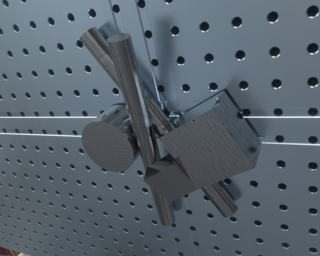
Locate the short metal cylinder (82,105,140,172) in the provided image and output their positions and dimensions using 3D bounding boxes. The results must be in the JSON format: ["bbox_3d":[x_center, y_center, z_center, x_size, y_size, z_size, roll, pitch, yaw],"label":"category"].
[{"bbox_3d":[-0.060,0.014,0.431,0.080,0.050,0.079,13,124,20],"label":"short metal cylinder"}]

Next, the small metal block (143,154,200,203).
[{"bbox_3d":[0.016,0.063,0.396,0.050,0.025,0.050,-33,115,30],"label":"small metal block"}]

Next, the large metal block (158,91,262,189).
[{"bbox_3d":[0.060,0.016,0.368,0.080,0.050,0.080,-30,102,38],"label":"large metal block"}]

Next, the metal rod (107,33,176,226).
[{"bbox_3d":[-0.015,0.026,0.405,0.025,0.025,0.298,6,129,25],"label":"metal rod"}]

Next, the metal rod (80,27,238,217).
[{"bbox_3d":[0.004,-0.001,0.403,0.025,0.025,0.300,-32,102,38],"label":"metal rod"}]
